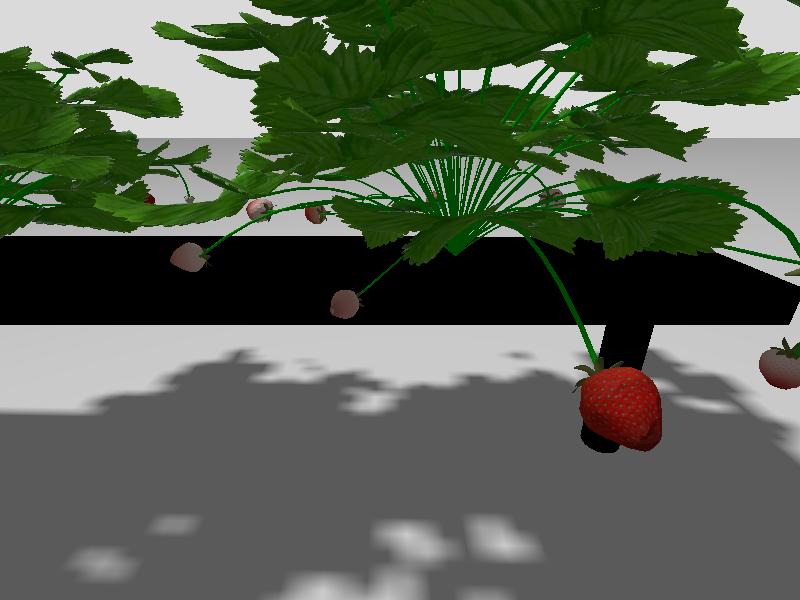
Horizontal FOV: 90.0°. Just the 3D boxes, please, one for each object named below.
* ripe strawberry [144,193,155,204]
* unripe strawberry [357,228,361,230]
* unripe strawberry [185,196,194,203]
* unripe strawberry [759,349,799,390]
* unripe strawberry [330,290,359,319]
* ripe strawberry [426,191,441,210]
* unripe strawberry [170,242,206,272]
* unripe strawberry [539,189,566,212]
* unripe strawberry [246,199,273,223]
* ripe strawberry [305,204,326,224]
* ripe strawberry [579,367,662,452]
[{"bbox_3d":[-0.339,-0.129,0.520,0.039,0.033,0.039,8,24,17],"label":"ripe strawberry"},{"bbox_3d":[-0.045,-0.081,0.431,0.011,0.011,0.011,18,30,35],"label":"unripe strawberry"},{"bbox_3d":[-0.282,-0.134,0.537,0.011,0.011,0.010,14,27,28],"label":"unripe strawberry"},{"bbox_3d":[0.171,0.031,0.179,0.016,0.017,0.018,-14,27,-28],"label":"unripe strawberry"},{"bbox_3d":[-0.035,0.003,0.243,0.018,0.019,0.019,15,28,30],"label":"unripe strawberry"},{"bbox_3d":[0.048,-0.137,0.553,0.025,0.026,0.027,0,23,0],"label":"ripe strawberry"},{"bbox_3d":[-0.171,-0.034,0.322,0.025,0.024,0.023,-6,24,-9],"label":"unripe strawberry"},{"bbox_3d":[0.204,-0.132,0.533,0.034,0.031,0.031,18,7,35],"label":"unripe strawberry"},{"bbox_3d":[-0.169,-0.108,0.481,0.032,0.027,0.032,13,27,29],"label":"unripe strawberry"},{"bbox_3d":[-0.103,-0.104,0.479,0.027,0.027,0.025,18,30,37],"label":"ripe strawberry"},{"bbox_3d":[0.082,0.041,0.147,0.028,0.029,0.030,-3,33,-7],"label":"ripe strawberry"}]
